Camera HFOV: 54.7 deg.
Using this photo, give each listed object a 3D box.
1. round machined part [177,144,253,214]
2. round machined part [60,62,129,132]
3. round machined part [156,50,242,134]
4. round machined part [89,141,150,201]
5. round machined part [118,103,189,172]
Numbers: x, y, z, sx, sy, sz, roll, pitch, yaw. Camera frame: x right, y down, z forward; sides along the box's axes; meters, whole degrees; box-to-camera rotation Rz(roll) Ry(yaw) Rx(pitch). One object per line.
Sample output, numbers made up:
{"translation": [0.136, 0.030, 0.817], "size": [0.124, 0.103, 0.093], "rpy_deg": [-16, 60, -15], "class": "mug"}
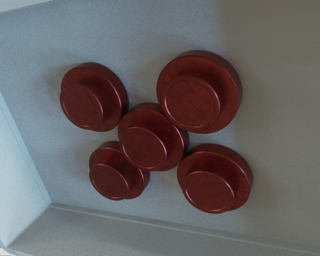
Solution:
{"translation": [0.067, 0.072, 0.404], "size": [0.098, 0.042, 0.097], "rpy_deg": [13, 124, 20], "class": "round machined part"}
{"translation": [-0.096, -0.036, 0.422], "size": [0.098, 0.042, 0.097], "rpy_deg": [13, 124, 20], "class": "round machined part"}
{"translation": [0.040, -0.035, 0.352], "size": [0.098, 0.042, 0.097], "rpy_deg": [13, 124, 20], "class": "round machined part"}
{"translation": [-0.068, 0.072, 0.475], "size": [0.098, 0.042, 0.097], "rpy_deg": [13, 124, 20], "class": "round machined part"}
{"translation": [-0.014, 0.019, 0.413], "size": [0.098, 0.042, 0.097], "rpy_deg": [13, 124, 20], "class": "round machined part"}
